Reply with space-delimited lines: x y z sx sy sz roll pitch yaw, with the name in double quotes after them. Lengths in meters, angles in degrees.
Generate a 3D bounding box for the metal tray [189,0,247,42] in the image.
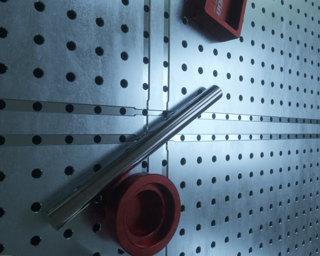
0.099 -0.216 0.491 0.091 0.030 0.129 21 77 -38 "metal tray"

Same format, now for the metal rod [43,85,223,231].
-0.012 0.019 0.400 0.302 0.025 0.025 -37 113 -34 "metal rod"

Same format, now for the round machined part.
-0.024 0.102 0.380 0.099 0.042 0.097 0 90 -40 "round machined part"
